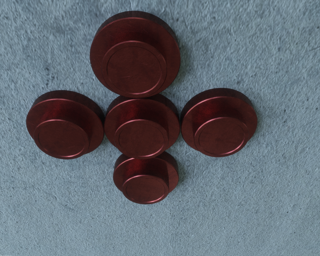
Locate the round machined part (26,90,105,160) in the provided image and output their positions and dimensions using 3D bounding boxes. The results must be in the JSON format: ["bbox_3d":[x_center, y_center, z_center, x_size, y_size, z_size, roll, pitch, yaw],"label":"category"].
[{"bbox_3d":[-0.122,0.003,0.398,0.099,0.042,0.097,-1,130,0],"label":"round machined part"}]

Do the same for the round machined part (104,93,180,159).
[{"bbox_3d":[-0.023,0.003,0.400,0.099,0.042,0.097,-1,130,0],"label":"round machined part"}]

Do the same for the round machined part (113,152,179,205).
[{"bbox_3d":[-0.021,0.078,0.463,0.099,0.042,0.097,-1,130,0],"label":"round machined part"}]

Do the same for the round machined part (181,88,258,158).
[{"bbox_3d":[0.076,0.000,0.399,0.099,0.042,0.097,-1,130,0],"label":"round machined part"}]

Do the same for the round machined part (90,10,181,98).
[{"bbox_3d":[-0.027,-0.072,0.336,0.099,0.042,0.097,-1,130,0],"label":"round machined part"}]
